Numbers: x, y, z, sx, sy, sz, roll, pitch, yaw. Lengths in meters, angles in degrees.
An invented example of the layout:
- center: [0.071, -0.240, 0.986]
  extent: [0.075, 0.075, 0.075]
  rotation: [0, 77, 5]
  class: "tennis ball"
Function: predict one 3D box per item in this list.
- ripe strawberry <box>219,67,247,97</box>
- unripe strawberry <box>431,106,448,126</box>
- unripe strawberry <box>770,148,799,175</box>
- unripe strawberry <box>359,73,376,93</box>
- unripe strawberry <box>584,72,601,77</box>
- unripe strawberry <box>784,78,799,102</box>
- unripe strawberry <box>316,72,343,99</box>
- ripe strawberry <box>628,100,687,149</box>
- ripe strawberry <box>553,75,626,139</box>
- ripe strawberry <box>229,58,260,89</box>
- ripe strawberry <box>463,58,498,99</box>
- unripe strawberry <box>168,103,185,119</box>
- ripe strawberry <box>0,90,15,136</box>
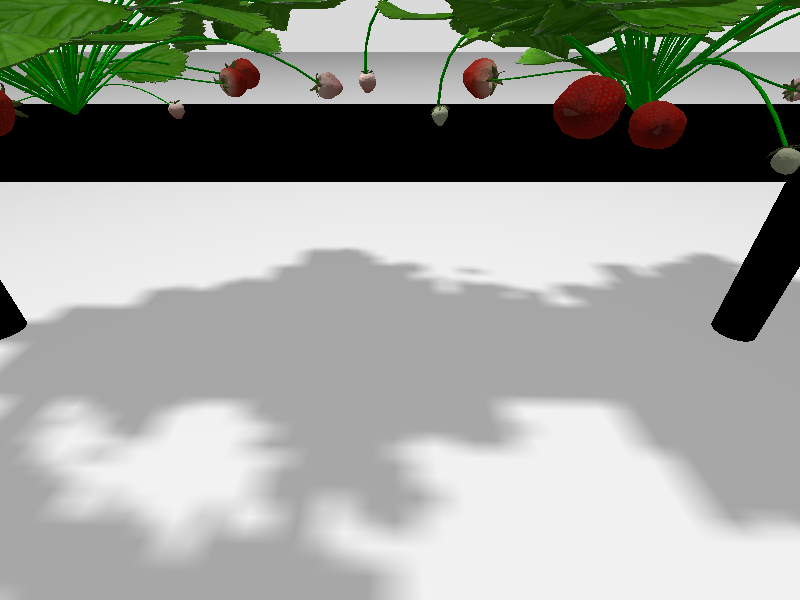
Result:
- center: [-0.173, -0.228, 0.419]
  extent: [0.026, 0.027, 0.028]
  rotation: [21, 38, 29]
  class: "ripe strawberry"
- center: [0.026, -0.122, 0.265]
  extent: [0.011, 0.012, 0.011]
  rotation: [-12, 35, -17]
  class: "unripe strawberry"
- center: [0.171, -0.061, 0.177]
  extent: [0.011, 0.011, 0.010]
  rotation: [4, -10, 6]
  class: "unripe strawberry"
- center: [-0.037, -0.245, 0.452]
  extent: [0.019, 0.020, 0.018]
  rotation: [21, 39, 29]
  class: "unripe strawberry"
- center: [0.217, -0.247, 0.455]
  extent: [0.021, 0.021, 0.018]
  rotation: [5, 37, 8]
  class: "unripe strawberry"
- center: [0.375, -0.198, 0.376]
  extent: [0.020, 0.021, 0.018]
  rotation: [-12, 35, -18]
  class: "unripe strawberry"
- center: [-0.067, -0.205, 0.385]
  extent: [0.024, 0.023, 0.026]
  rotation: [-3, 32, -26]
  class: "unripe strawberry"
- center: [0.134, -0.091, 0.209]
  extent: [0.027, 0.023, 0.027]
  rotation: [14, 36, 20]
  class: "ripe strawberry"
- center: [0.104, -0.108, 0.226]
  extent: [0.037, 0.033, 0.034]
  rotation: [25, 41, 33]
  class: "ripe strawberry"
- center: [-0.179, -0.262, 0.463]
  extent: [0.036, 0.031, 0.036]
  rotation: [14, 35, 20]
  class: "ripe strawberry"
- center: [0.080, -0.226, 0.408]
  extent: [0.035, 0.037, 0.037]
  rotation: [-27, 41, -35]
  class: "ripe strawberry"
- center: [-0.172, -0.146, 0.309]
  extent: [0.011, 0.011, 0.011]
  rotation: [4, 33, 7]
  class: "unripe strawberry"
- center: [-0.254, -0.115, 0.239]
  extent: [0.032, 0.034, 0.035]
  rotation: [-2, 34, -3]
  class: "ripe strawberry"
